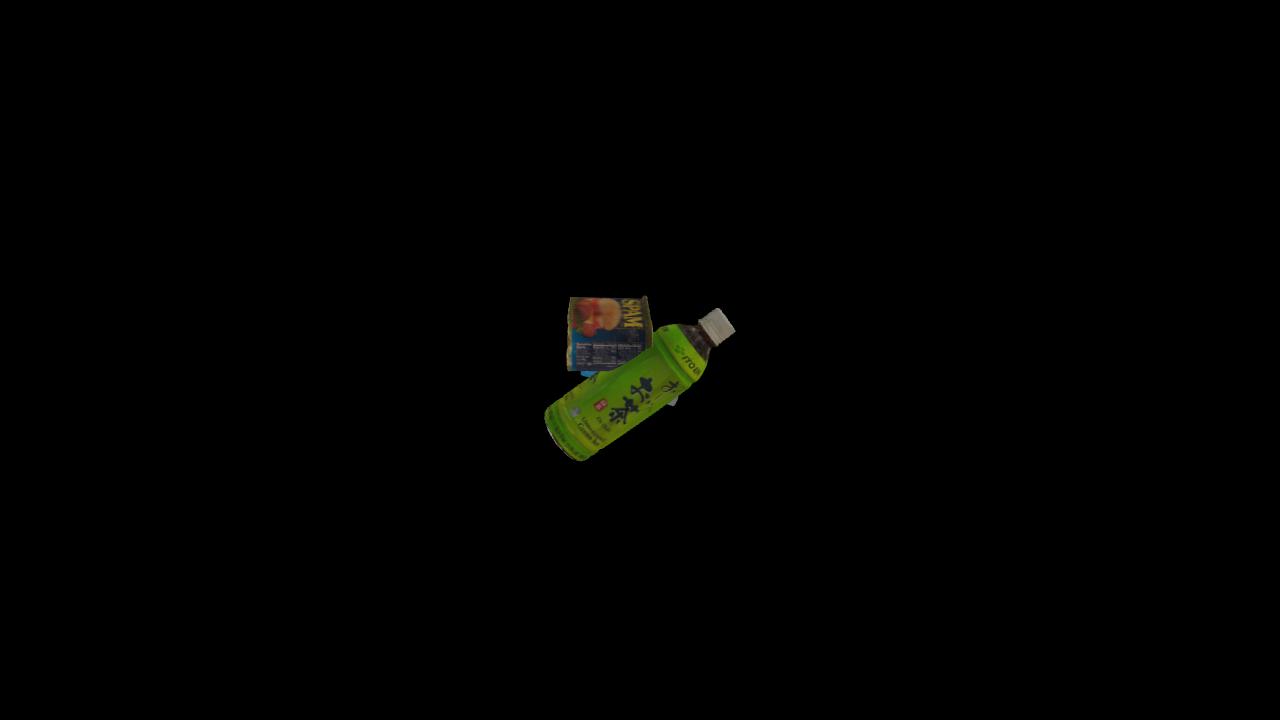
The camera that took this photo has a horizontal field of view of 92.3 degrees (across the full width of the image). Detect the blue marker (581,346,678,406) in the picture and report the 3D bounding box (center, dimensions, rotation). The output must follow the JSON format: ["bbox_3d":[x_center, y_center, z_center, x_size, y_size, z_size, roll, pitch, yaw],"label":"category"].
[{"bbox_3d":[-0.015,0.025,0.696,0.121,0.020,0.020,17,6,18],"label":"blue marker"}]

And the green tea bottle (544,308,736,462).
[{"bbox_3d":[0.003,0.020,0.631,0.212,0.073,0.073,-36,-6,8],"label":"green tea bottle"}]

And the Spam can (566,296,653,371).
[{"bbox_3d":[-0.033,-0.028,0.645,0.085,0.058,0.101,1,28,-4],"label":"Spam can"}]
